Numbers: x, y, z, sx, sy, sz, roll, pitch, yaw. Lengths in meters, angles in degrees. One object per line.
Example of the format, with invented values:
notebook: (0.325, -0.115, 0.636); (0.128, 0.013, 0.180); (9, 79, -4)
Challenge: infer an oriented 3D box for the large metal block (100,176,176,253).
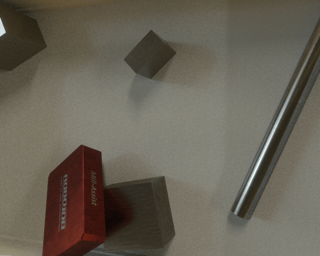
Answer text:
large metal block: (-0.032, 0.112, 0.408); (0.080, 0.050, 0.080); (-12, 86, 19)

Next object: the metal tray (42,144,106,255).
metal tray: (-0.112, 0.098, 0.401); (0.090, 0.030, 0.130); (-39, 44, 28)

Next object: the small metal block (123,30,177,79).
small metal block: (-0.012, -0.093, 0.400); (0.050, 0.050, 0.025); (-44, 77, 14)

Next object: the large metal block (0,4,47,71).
large metal block: (-0.234, -0.132, 0.462); (0.080, 0.080, 0.050); (-26, 82, 18)

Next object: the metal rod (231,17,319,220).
metal rod: (0.154, -0.032, 0.356); (0.025, 0.025, 0.298); (25, 98, 18)
